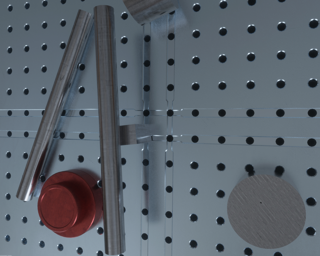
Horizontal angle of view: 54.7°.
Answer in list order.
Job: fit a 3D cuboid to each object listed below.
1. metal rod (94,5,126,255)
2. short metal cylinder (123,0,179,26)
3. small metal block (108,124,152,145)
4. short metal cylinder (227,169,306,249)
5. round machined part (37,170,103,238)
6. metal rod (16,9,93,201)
[{"bbox_3d":[-0.062,0.001,0.381,0.025,0.025,0.298,-3,88,20],"label":"metal rod"},{"bbox_3d":[-0.016,-0.177,0.389,0.050,0.080,0.080,-20,83,19],"label":"short metal cylinder"},{"bbox_3d":[-0.045,0.010,0.415,0.050,0.050,0.025,-7,88,20],"label":"small metal block"},{"bbox_3d":[0.121,0.090,0.356,0.080,0.050,0.080,0,90,19],"label":"short metal cylinder"},{"bbox_3d":[-0.137,0.112,0.452,0.098,0.042,0.097,0,90,20],"label":"round machined part"},{"bbox_3d":[-0.160,-0.029,0.468,0.025,0.025,0.298,24,98,18],"label":"metal rod"}]
